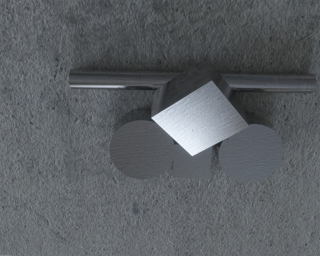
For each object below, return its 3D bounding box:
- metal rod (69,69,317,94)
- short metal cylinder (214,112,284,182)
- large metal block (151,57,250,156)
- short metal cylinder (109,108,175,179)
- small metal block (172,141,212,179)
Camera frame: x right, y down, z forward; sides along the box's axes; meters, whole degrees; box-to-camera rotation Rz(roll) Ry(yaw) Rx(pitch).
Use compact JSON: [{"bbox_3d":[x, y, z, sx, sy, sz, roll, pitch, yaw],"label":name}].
[{"bbox_3d":[0.041,-0.059,0.389,0.302,0.025,0.025,1,110,-1],"label":"metal rod"},{"bbox_3d":[0.113,0.024,0.407,0.081,0.050,0.079,0,110,0],"label":"short metal cylinder"},{"bbox_3d":[0.047,-0.023,0.371,0.080,0.050,0.080,-31,124,24],"label":"large metal block"},{"bbox_3d":[-0.022,0.019,0.404,0.081,0.050,0.079,0,110,0],"label":"short metal cylinder"},{"bbox_3d":[0.043,0.041,0.427,0.050,0.025,0.050,2,110,-1],"label":"small metal block"}]
